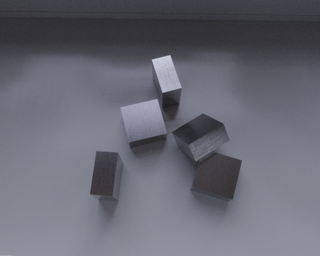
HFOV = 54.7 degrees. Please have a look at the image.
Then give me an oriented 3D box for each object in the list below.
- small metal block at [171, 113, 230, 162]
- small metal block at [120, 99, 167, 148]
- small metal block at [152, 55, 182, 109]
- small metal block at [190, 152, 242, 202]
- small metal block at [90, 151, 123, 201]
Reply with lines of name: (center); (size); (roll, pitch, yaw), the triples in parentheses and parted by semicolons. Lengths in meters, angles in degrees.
small metal block: (0.050, 0.010, 0.391); (0.050, 0.050, 0.025); (-31, 115, -11)
small metal block: (-0.021, -0.006, 0.411); (0.050, 0.025, 0.050); (-13, 71, -5)
small metal block: (0.008, -0.061, 0.419); (0.025, 0.050, 0.050); (-15, 71, -5)
small metal block: (0.070, 0.059, 0.388); (0.050, 0.025, 0.050); (17, 71, 6)
small metal block: (-0.063, 0.059, 0.374); (0.025, 0.050, 0.050); (4, 70, 1)
